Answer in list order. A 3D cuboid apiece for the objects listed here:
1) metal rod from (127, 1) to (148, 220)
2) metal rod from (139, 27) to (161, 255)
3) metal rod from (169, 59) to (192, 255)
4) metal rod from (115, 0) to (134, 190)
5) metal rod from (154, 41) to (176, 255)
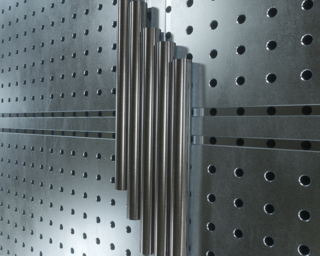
[{"bbox_3d":[-0.032,-0.023,0.432,0.025,0.025,0.298,1,91,39],"label":"metal rod"},{"bbox_3d":[-0.013,0.018,0.417,0.025,0.025,0.298,1,91,39],"label":"metal rod"},{"bbox_3d":[0.025,0.066,0.386,0.025,0.025,0.298,1,91,39],"label":"metal rod"},{"bbox_3d":[-0.051,-0.061,0.449,0.025,0.025,0.298,1,91,39],"label":"metal rod"},{"bbox_3d":[0.006,0.040,0.402,0.025,0.025,0.298,1,91,39],"label":"metal rod"}]
